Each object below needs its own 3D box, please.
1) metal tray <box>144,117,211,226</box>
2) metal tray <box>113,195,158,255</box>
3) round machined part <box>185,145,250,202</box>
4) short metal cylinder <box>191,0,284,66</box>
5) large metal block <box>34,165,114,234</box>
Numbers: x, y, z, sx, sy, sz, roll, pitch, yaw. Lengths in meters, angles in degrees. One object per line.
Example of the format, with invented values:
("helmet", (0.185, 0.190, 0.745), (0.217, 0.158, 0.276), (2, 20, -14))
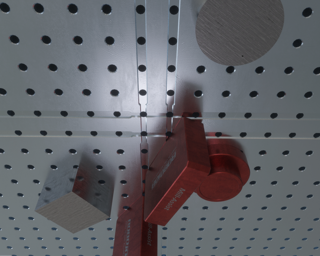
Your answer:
("metal tray", (0.018, 0.060, 0.420), (0.030, 0.090, 0.129), (19, 127, -16))
("metal tray", (-0.041, 0.187, 0.501), (0.030, 0.130, 0.090), (28, 125, -22))
("round machined part", (0.086, 0.074, 0.464), (0.099, 0.042, 0.097), (0, 130, 0))
("short metal cylinder", (0.073, -0.109, 0.303), (0.081, 0.050, 0.079), (0, 130, 0))
("large metal block", (-0.133, 0.116, 0.492), (0.080, 0.050, 0.080), (-29, 125, 22))
